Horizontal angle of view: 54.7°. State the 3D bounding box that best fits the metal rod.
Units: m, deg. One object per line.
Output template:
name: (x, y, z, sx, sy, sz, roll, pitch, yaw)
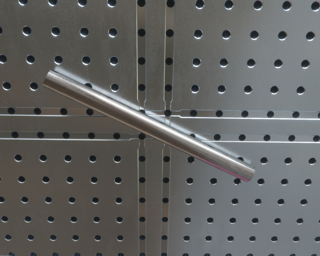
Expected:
metal rod: (-0.007, 0.001, 0.414, 0.301, 0.025, 0.025, 26, 108, -10)
